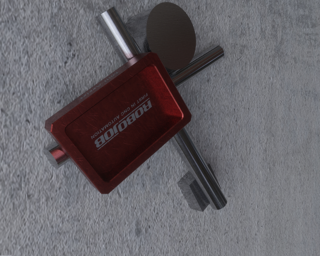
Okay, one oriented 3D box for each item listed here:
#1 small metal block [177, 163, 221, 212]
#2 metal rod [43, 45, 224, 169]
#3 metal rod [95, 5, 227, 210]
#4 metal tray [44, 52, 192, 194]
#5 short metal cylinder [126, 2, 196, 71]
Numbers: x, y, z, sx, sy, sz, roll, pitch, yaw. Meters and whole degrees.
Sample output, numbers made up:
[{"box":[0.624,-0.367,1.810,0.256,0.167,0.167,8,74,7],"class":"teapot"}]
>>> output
[{"box":[0.059,0.086,0.458,0.050,0.025,0.050,-41,115,-32],"class":"small metal block"},{"box":[-0.011,-0.044,0.399,0.302,0.025,0.025,-37,113,-34],"class":"metal rod"},{"box":[0.014,-0.007,0.388,0.025,0.025,0.299,-47,118,-30],"class":"metal rod"},{"box":[-0.037,-0.007,0.323,0.131,0.030,0.090,-41,115,-20],"class":"metal tray"},{"box":[-0.001,-0.110,0.390,0.081,0.050,0.079,0,90,-40],"class":"short metal cylinder"}]
